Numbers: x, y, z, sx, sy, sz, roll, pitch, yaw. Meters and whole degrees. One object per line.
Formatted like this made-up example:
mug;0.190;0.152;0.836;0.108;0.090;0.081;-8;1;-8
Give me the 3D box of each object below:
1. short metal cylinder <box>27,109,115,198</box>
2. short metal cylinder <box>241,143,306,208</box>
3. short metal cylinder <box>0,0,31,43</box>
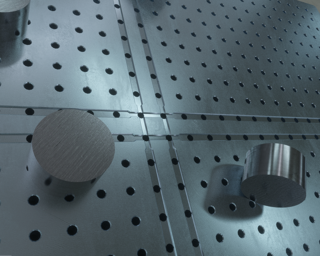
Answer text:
short metal cylinder;-0.094;0.027;0.326;0.081;0.050;0.080;14;56;-21
short metal cylinder;0.154;0.065;0.418;0.080;0.080;0.050;29;52;-10
short metal cylinder;-0.202;-0.152;0.376;0.081;0.050;0.080;14;56;-21
